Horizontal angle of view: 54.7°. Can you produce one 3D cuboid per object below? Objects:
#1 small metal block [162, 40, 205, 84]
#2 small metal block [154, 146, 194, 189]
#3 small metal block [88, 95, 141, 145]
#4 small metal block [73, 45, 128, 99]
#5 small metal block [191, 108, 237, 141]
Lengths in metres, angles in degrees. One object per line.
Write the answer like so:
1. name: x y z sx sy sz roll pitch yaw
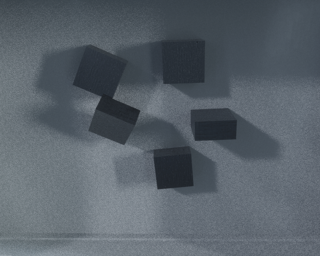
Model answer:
1. small metal block: 0.028 -0.082 0.381 0.050 0.025 0.050 -2 110 0
2. small metal block: 0.019 0.055 0.432 0.050 0.025 0.050 -6 110 1
3. small metal block: -0.059 -0.009 0.395 0.050 0.025 0.050 23 142 -9
4. small metal block: -0.073 -0.069 0.385 0.050 0.025 0.050 22 108 -9
5. small metal block: 0.067 -0.005 0.397 0.050 0.050 0.025 -2 110 0
